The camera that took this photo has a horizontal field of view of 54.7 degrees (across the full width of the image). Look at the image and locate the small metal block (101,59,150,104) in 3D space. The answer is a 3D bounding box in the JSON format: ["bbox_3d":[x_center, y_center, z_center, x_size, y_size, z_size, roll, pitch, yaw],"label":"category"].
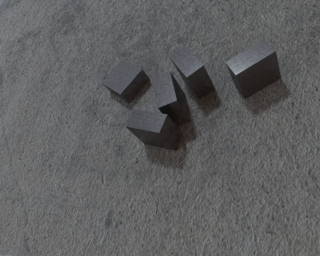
[{"bbox_3d":[-0.053,-0.072,0.476,0.050,0.025,0.050,33,80,38],"label":"small metal block"}]

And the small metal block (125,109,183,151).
[{"bbox_3d":[-0.006,0.003,0.389,0.050,0.050,0.025,10,67,32],"label":"small metal block"}]

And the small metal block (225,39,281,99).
[{"bbox_3d":[0.113,-0.069,0.371,0.050,0.050,0.025,-31,52,8],"label":"small metal block"}]

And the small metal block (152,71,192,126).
[{"bbox_3d":[0.016,-0.037,0.402,0.025,0.050,0.050,-22,54,16],"label":"small metal block"}]

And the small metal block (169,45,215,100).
[{"bbox_3d":[0.043,-0.073,0.410,0.025,0.050,0.050,-36,51,5],"label":"small metal block"}]
